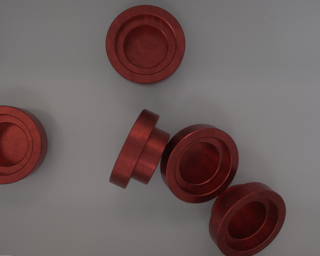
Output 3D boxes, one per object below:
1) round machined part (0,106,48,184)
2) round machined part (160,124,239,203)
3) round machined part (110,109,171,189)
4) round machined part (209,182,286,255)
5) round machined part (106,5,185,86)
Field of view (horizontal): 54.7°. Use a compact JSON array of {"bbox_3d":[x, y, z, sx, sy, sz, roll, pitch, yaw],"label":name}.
[{"bbox_3d":[-0.195,0.021,0.401,0.099,0.042,0.097,0,90,0],"label":"round machined part"},{"bbox_3d":[0.046,0.041,0.391,0.099,0.042,0.097,-6,108,-20],"label":"round machined part"},{"bbox_3d":[-0.020,0.029,0.375,0.042,0.098,0.098,25,90,0],"label":"round machined part"},{"bbox_3d":[0.105,0.110,0.390,0.099,0.042,0.097,-8,113,-19],"label":"round machined part"},{"bbox_3d":[-0.018,-0.104,0.403,0.099,0.042,0.097,0,90,0],"label":"round machined part"}]
